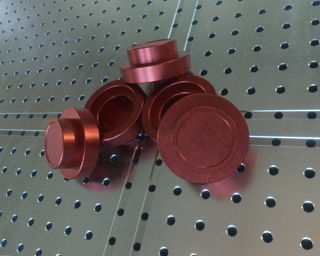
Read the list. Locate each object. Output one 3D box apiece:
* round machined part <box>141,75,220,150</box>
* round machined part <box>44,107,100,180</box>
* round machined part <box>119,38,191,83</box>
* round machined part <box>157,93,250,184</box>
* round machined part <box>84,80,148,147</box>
[{"bbox_3d":[0.030,-0.015,0.390,0.098,0.042,0.098,-13,56,20],"label":"round machined part"},{"bbox_3d":[-0.124,0.021,0.418,0.098,0.042,0.097,-3,86,50],"label":"round machined part"},{"bbox_3d":[-0.008,-0.096,0.426,0.099,0.042,0.098,-10,21,4],"label":"round machined part"},{"bbox_3d":[0.046,0.011,0.331,0.099,0.042,0.097,0,91,3],"label":"round machined part"},{"bbox_3d":[-0.058,-0.017,0.435,0.098,0.042,0.098,-13,56,20],"label":"round machined part"}]
